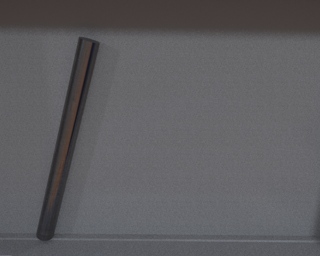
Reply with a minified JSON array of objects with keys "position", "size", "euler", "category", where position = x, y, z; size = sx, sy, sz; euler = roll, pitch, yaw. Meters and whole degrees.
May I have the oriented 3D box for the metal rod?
[{"position":[-0.129,0.028,0.420],"size":[0.025,0.025,0.298],"euler":[16,109,-6],"category":"metal rod"}]
